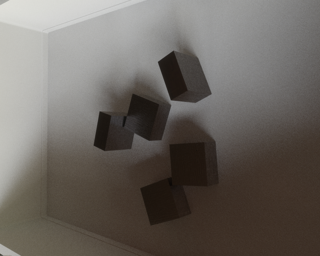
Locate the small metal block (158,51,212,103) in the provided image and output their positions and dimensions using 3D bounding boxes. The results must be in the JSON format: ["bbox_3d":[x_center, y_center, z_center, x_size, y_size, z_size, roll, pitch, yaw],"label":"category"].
[{"bbox_3d":[0.030,-0.059,0.366,0.025,0.050,0.050,-29,72,36],"label":"small metal block"}]

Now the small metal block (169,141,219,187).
[{"bbox_3d":[0.041,0.043,0.373,0.050,0.025,0.050,-6,86,40],"label":"small metal block"}]

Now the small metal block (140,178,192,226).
[{"bbox_3d":[0.007,0.094,0.402,0.050,0.025,0.050,-27,73,36],"label":"small metal block"}]

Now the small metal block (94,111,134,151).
[{"bbox_3d":[-0.063,0.004,0.443,0.025,0.050,0.050,20,103,38],"label":"small metal block"}]

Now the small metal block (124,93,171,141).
[{"bbox_3d":[-0.018,-0.015,0.422,0.050,0.025,0.050,25,106,37],"label":"small metal block"}]
